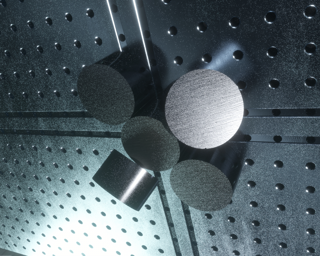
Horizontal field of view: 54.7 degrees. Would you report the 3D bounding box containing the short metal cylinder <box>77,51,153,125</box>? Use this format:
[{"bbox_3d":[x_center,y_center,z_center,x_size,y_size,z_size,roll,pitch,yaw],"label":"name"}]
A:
[{"bbox_3d":[-0.056,-0.050,0.391,0.080,0.050,0.079,13,124,20],"label":"short metal cylinder"}]

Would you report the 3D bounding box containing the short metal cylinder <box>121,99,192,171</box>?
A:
[{"bbox_3d":[-0.003,0.009,0.400,0.080,0.050,0.079,13,124,20],"label":"short metal cylinder"}]

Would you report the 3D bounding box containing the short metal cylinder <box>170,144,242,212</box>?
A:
[{"bbox_3d":[0.059,0.060,0.400,0.080,0.050,0.079,13,124,20],"label":"short metal cylinder"}]

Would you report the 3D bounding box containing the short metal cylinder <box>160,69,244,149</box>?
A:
[{"bbox_3d":[0.042,-0.020,0.333,0.081,0.050,0.079,0,93,-7],"label":"short metal cylinder"}]

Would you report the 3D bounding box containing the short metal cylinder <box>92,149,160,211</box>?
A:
[{"bbox_3d":[-0.047,0.073,0.436,0.080,0.050,0.080,35,171,7],"label":"short metal cylinder"}]
